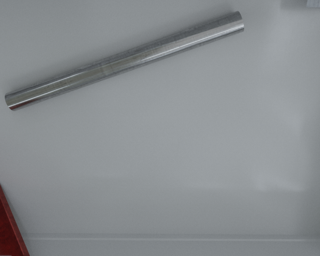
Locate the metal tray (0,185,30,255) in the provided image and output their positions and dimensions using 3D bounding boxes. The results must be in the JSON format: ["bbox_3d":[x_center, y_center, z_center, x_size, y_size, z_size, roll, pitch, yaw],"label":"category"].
[{"bbox_3d":[-0.226,0.125,0.386,0.030,0.090,0.130,-38,68,8],"label":"metal tray"}]

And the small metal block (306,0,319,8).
[{"bbox_3d":[0.198,-0.144,0.337,0.050,0.050,0.025,-16,116,-38],"label":"small metal block"}]

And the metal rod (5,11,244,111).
[{"bbox_3d":[-0.048,-0.080,0.381,0.301,0.025,0.025,-18,109,6],"label":"metal rod"}]
